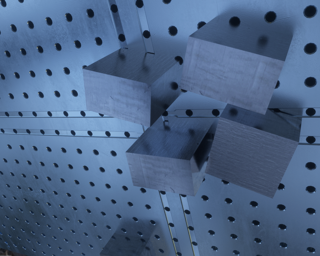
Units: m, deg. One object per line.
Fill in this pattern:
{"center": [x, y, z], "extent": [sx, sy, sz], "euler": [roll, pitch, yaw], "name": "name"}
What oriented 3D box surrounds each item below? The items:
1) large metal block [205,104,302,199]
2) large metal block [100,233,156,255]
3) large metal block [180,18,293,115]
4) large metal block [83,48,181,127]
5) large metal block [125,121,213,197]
{"center": [0.104, 0.022, 0.353], "extent": [0.080, 0.050, 0.079], "euler": [19, 126, 16], "name": "large metal block"}
{"center": [-0.053, 0.248, 0.575], "extent": [0.080, 0.050, 0.080], "euler": [-3, 117, 29], "name": "large metal block"}
{"center": [0.074, -0.064, 0.297], "extent": [0.080, 0.080, 0.050], "euler": [20, 126, 16], "name": "large metal block"}
{"center": [-0.030, -0.051, 0.359], "extent": [0.080, 0.080, 0.050], "euler": [15, 125, 19], "name": "large metal block"}
{"center": [0.016, 0.034, 0.387], "extent": [0.080, 0.080, 0.050], "euler": [5, 121, 25], "name": "large metal block"}
